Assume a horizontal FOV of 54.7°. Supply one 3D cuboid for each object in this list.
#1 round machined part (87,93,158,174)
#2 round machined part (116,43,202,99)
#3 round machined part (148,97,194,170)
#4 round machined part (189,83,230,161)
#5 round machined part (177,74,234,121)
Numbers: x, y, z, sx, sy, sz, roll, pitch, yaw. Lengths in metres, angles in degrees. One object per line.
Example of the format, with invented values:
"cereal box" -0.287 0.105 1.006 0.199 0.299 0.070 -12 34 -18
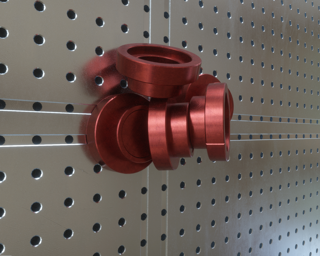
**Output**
"round machined part" -0.034 0.006 0.372 0.099 0.042 0.097 0 90 -40
"round machined part" -0.003 -0.067 0.367 0.099 0.098 0.042 -16 126 -39
"round machined part" 0.018 0.003 0.384 0.098 0.042 0.097 -4 91 -77
"round machined part" 0.063 -0.007 0.391 0.098 0.042 0.097 -2 91 -73
"round machined part" 0.073 -0.032 0.461 0.099 0.042 0.097 0 90 -40
